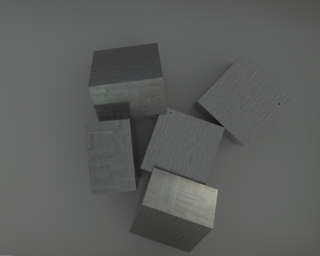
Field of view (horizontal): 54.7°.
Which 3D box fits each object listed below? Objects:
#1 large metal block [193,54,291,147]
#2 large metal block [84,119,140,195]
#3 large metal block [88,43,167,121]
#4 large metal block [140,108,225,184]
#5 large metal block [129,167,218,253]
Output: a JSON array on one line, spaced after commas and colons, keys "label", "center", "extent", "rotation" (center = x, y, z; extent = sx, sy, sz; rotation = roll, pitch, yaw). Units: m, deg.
[{"label": "large metal block", "center": [0.102, -0.034, 0.399], "extent": [0.080, 0.050, 0.080], "rotation": [44, 90, -1]}, {"label": "large metal block", "center": [-0.055, 0.032, 0.382], "extent": [0.050, 0.080, 0.079], "rotation": [-6, 90, 0]}, {"label": "large metal block", "center": [-0.037, -0.057, 0.376], "extent": [0.081, 0.080, 0.050], "rotation": [-7, 132, 0]}, {"label": "large metal block", "center": [0.028, 0.024, 0.399], "extent": [0.080, 0.050, 0.080], "rotation": [19, 90, -1]}, {"label": "large metal block", "center": [0.015, 0.102, 0.376], "extent": [0.080, 0.079, 0.050], "rotation": [20, 48, -2]}]
